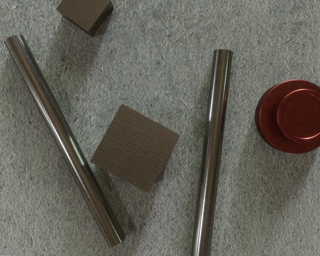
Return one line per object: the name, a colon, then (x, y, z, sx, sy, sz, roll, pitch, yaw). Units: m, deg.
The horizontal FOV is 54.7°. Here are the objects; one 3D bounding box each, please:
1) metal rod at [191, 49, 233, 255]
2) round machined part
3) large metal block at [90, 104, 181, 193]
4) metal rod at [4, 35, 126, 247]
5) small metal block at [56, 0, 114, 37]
metal rod: (0.067, 0.047, 0.410, 0.025, 0.025, 0.298, 7, 90, -1)
round machined part: (0.179, -0.015, 0.404, 0.099, 0.042, 0.097, 0, 90, -1)
large metal block: (-0.030, 0.024, 0.397, 0.080, 0.050, 0.080, 29, 90, -1)
metal rod: (-0.124, 0.017, 0.408, 0.025, 0.025, 0.299, -27, 90, 0)
small metal block: (-0.098, -0.158, 0.409, 0.050, 0.025, 0.050, 36, 90, -1)
